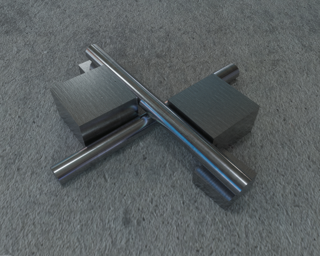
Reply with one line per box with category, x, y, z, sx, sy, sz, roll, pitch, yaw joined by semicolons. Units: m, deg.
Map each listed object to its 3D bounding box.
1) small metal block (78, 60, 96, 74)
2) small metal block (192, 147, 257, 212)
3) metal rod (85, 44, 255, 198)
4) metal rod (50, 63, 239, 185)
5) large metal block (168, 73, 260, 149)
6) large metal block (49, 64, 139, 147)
small metal block;-0.089;-0.084;0.476;0.050;0.025;0.050;-30;56;-23
small metal block;0.074;0.058;0.357;0.050;0.025;0.050;-36;59;-26
metal rod;-0.006;-0.026;0.393;0.025;0.025;0.300;-32;57;-24
metal rod;-0.003;-0.017;0.420;0.302;0.025;0.025;-32;57;-24
large metal block;0.066;-0.015;0.402;0.081;0.050;0.080;-32;57;-24
large metal block;-0.085;-0.029;0.410;0.081;0.050;0.080;-30;56;-23
